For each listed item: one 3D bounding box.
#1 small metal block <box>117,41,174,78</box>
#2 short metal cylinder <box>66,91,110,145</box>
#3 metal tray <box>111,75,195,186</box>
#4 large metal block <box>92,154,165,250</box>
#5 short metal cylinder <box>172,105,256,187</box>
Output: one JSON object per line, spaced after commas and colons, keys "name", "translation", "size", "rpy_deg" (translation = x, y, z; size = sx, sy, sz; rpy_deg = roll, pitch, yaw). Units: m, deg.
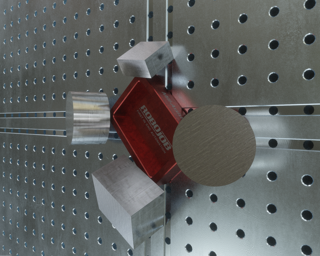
{"name": "small metal block", "translation": [-0.019, -0.090, 0.405], "size": [0.050, 0.050, 0.025], "rpy_deg": [12, 135, 39]}
{"name": "short metal cylinder", "translation": [-0.110, -0.015, 0.465], "size": [0.080, 0.050, 0.079], "rpy_deg": [180, 90, -65]}
{"name": "metal tray", "translation": [-0.010, 0.000, 0.413], "size": [0.090, 0.030, 0.130], "rpy_deg": [-49, 61, 29]}
{"name": "large metal block", "translation": [-0.041, 0.095, 0.404], "size": [0.080, 0.050, 0.079], "rpy_deg": [38, 144, 33]}
{"name": "short metal cylinder", "translation": [0.058, 0.017, 0.325], "size": [0.080, 0.050, 0.079], "rpy_deg": [0, 90, 13]}
